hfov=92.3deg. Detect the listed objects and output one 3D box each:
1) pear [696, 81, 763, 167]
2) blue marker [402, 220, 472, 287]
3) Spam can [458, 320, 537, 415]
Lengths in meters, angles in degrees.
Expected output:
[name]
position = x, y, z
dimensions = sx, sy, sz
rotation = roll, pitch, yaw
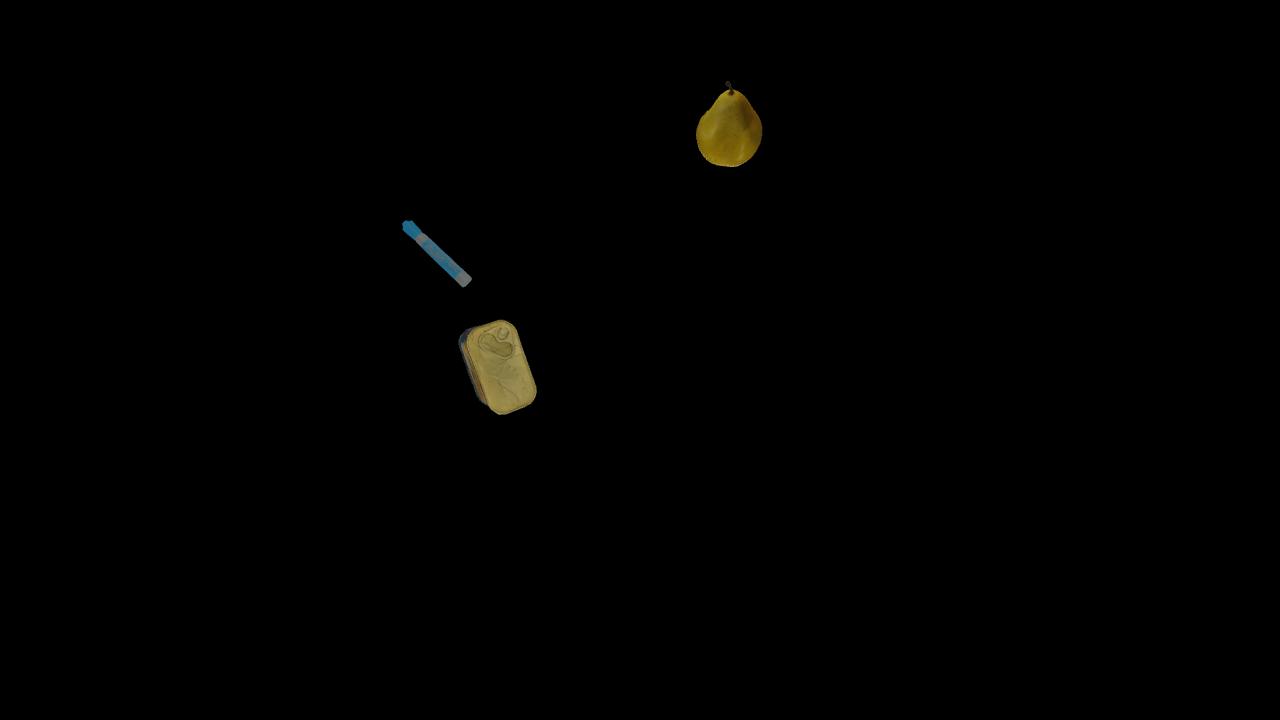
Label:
[pear]
position = 0.111, -0.287, 0.731
dimensions = 0.080, 0.080, 0.111
rotation = 0, -26, -6
[blue marker]
position = -0.285, -0.150, 0.858
dimensions = 0.121, 0.020, 0.020
rotation = 44, -1, -1
[Spam can]
position = -0.168, 0.007, 0.711
dimensions = 0.058, 0.101, 0.085
rotation = -21, 10, -23
